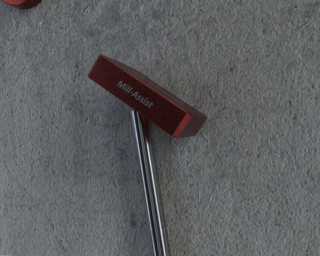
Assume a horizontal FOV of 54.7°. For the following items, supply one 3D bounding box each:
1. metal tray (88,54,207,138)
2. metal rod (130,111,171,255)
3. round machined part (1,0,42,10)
[{"bbox_3d":[-0.012,-0.037,0.377,0.130,0.090,0.030,35,101,16],"label":"metal tray"},{"bbox_3d":[-0.005,0.124,0.409,0.025,0.025,0.298,-10,87,19],"label":"metal rod"},{"bbox_3d":[-0.220,-0.238,0.476,0.098,0.042,0.097,0,90,19],"label":"round machined part"}]
